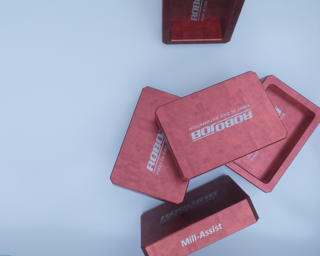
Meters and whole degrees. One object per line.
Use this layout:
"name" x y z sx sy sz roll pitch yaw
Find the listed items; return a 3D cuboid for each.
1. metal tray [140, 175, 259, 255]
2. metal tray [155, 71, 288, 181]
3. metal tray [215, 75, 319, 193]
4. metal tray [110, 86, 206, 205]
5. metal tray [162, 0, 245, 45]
"metal tray" 0.042 0.109 0.377 0.131 0.090 0.030 -25 99 0
"metal tray" 0.070 -0.003 0.368 0.131 0.030 0.090 -22 78 -7
"metal tray" 0.139 0.007 0.410 0.090 0.030 0.130 35 90 -1
"metal tray" 0.001 0.022 0.391 0.090 0.030 0.130 19 73 -1
"metal tray" 0.048 -0.146 0.358 0.091 0.130 0.030 -1 72 -1
